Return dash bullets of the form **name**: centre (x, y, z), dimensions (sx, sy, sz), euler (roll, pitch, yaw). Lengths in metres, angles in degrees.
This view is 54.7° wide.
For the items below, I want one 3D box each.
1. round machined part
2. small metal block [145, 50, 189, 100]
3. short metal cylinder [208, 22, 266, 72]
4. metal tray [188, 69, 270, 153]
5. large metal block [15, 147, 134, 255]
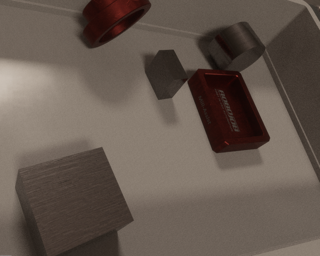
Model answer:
- **round machined part**: centre (-0.064, -0.154, 0.415), dimensions (0.042, 0.098, 0.099), euler (55, 50, -9)
- **small metal block**: centre (0.008, -0.076, 0.442), dimensions (0.025, 0.050, 0.050), euler (-12, 68, -34)
- **short metal cylinder**: centre (0.128, -0.132, 0.522), dimensions (0.081, 0.080, 0.050), euler (-17, 71, -35)
- **metal tray**: centre (0.105, -0.029, 0.478), dimensions (0.091, 0.030, 0.130), euler (-3, 63, -30)
- **large metal block**: centre (-0.084, 0.073, 0.300), dimensions (0.081, 0.050, 0.080), euler (-15, 70, -34)
